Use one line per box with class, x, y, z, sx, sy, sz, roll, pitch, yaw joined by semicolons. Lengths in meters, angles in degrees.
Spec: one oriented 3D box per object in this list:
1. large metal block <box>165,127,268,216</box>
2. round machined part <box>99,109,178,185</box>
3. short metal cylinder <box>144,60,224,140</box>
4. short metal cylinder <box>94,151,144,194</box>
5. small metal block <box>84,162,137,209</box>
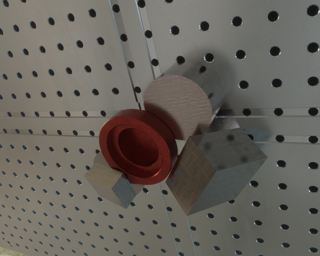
large metal block;0.064;0.050;0.364;0.050;0.081;0.079;55;138;34
round machined part;-0.023;0.020;0.386;0.098;0.042;0.097;13;124;21
short metal cylinder;0.029;-0.033;0.360;0.080;0.050;0.079;13;124;21
short metal cylinder;-0.049;0.053;0.453;0.080;0.050;0.079;13;124;21
small metal block;-0.065;0.076;0.412;0.050;0.025;0.050;15;145;34
